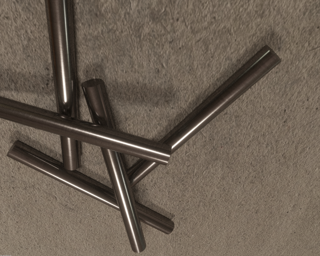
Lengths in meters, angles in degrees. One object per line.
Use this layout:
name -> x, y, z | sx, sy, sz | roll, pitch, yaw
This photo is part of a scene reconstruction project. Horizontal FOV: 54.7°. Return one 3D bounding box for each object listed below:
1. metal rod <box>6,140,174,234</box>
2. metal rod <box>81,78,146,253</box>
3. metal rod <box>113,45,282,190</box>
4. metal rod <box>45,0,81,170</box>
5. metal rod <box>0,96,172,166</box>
metal rod -> -0.094, 0.104, 0.494 | 0.301, 0.025, 0.025 | 35, 122, -26
metal rod -> -0.057, 0.072, 0.439 | 0.025, 0.025, 0.298 | -7, 122, 5
metal rod -> 0.030, 0.007, 0.413 | 0.025, 0.025, 0.299 | 32, 123, -24
metal rod -> -0.109, -0.060, 0.353 | 0.025, 0.025, 0.298 | 5, 130, -5
metal rod -> -0.134, -0.009, 0.367 | 0.302, 0.025, 0.025 | 16, 129, -2
